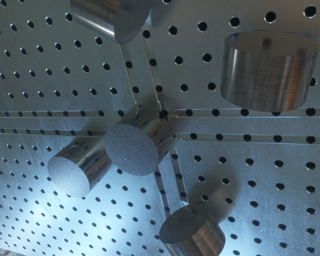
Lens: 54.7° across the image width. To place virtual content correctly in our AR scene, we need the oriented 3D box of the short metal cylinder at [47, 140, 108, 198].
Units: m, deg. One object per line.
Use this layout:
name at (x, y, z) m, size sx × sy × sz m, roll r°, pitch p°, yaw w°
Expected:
short metal cylinder at (-0.134, 0.066, 0.504) m, size 0.080 × 0.050 × 0.079 m, roll 13°, pitch 124°, yaw 20°

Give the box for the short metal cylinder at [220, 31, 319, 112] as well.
short metal cylinder at (0.099, -0.055, 0.289) m, size 0.080 × 0.080 × 0.050 m, roll 12°, pitch 124°, yaw 21°

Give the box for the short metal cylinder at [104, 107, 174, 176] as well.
short metal cylinder at (-0.028, 0.018, 0.419) m, size 0.080 × 0.050 × 0.079 m, roll 13°, pitch 124°, yaw 20°

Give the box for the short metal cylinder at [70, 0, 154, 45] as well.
short metal cylinder at (-0.045, -0.133, 0.316) m, size 0.050 × 0.080 × 0.079 m, roll 29°, pitch 128°, yaw 9°

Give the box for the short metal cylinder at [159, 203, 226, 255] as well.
short metal cylinder at (0.046, 0.155, 0.446) m, size 0.080 × 0.080 × 0.050 m, roll -22°, pitch 107°, yaw 36°
